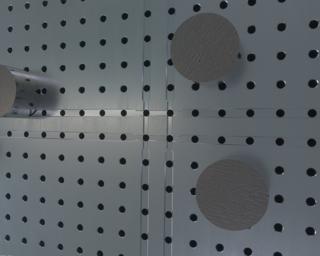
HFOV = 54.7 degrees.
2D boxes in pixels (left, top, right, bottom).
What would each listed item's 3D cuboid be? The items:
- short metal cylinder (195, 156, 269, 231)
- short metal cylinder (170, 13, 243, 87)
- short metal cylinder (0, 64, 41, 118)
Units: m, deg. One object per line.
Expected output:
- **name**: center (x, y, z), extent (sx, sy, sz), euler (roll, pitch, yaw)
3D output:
- **short metal cylinder**: center (0.087, 0.074, 0.368), extent (0.080, 0.050, 0.079), euler (0, 90, 20)
- **short metal cylinder**: center (0.059, -0.092, 0.378), extent (0.080, 0.050, 0.079), euler (0, 90, 20)
- **short metal cylinder**: center (-0.236, -0.056, 0.483), extent (0.080, 0.050, 0.079), euler (0, 90, 20)
